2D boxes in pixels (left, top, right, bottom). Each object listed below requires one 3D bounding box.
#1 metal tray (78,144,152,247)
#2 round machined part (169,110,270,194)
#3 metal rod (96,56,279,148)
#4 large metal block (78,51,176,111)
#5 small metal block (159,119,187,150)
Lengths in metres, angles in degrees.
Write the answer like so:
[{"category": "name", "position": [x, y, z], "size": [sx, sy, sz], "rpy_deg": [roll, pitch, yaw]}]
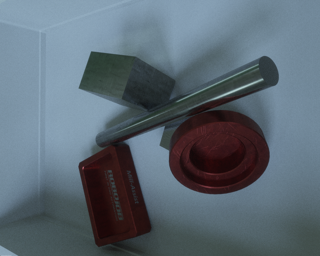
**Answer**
[{"category": "metal tray", "position": [-0.070, 0.099, 0.455], "size": [0.090, 0.030, 0.129], "rpy_deg": [-28, 71, 35]}, {"category": "round machined part", "position": [0.059, 0.021, 0.323], "size": [0.098, 0.098, 0.042], "rpy_deg": [-46, 23, 30]}, {"category": "metal rod", "position": [-0.001, -0.013, 0.360], "size": [0.299, 0.025, 0.025], "rpy_deg": [-20, 77, 52]}, {"category": "large metal block", "position": [-0.041, -0.056, 0.397], "size": [0.080, 0.080, 0.050], "rpy_deg": [17, 88, 38]}, {"category": "small metal block", "position": [0.032, 0.007, 0.379], "size": [0.050, 0.025, 0.050], "rpy_deg": [26, 106, 36]}]
